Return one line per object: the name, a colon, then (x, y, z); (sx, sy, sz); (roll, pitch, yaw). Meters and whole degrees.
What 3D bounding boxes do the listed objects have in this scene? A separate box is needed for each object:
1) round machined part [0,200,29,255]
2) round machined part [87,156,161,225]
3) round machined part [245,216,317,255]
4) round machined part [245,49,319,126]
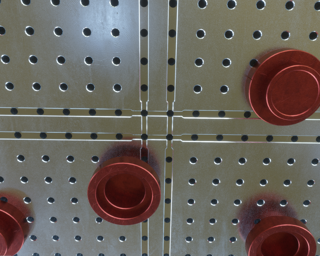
round machined part: (-0.253, 0.159, 0.461); (0.099, 0.042, 0.097); (0, 110, 0)
round machined part: (-0.048, 0.083, 0.435); (0.099, 0.042, 0.097); (0, 110, 0)
round machined part: (0.178, 0.174, 0.469); (0.099, 0.042, 0.097); (0, 110, 0)
round machined part: (0.161, -0.048, 0.388); (0.099, 0.042, 0.097); (0, 110, 0)
